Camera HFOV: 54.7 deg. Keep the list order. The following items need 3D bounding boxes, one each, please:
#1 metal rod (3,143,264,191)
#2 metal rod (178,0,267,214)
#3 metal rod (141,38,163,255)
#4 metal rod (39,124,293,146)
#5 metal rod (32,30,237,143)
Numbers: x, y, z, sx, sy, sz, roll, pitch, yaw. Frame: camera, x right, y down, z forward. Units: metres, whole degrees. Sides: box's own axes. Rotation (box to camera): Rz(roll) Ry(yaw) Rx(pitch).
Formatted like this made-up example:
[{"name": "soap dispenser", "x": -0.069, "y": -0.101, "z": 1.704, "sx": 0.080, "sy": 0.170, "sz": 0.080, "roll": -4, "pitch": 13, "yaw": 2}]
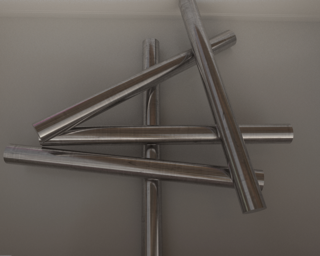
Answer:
[{"name": "metal rod", "x": -0.034, "y": 0.046, "z": 0.366, "sx": 0.302, "sy": 0.025, "sz": 0.025, "roll": 6, "pitch": 70, "yaw": 5}, {"name": "metal rod", "x": 0.067, "y": -0.048, "z": 0.379, "sx": 0.025, "sy": 0.025, "sz": 0.299, "roll": -10, "pitch": 64, "yaw": -4}, {"name": "metal rod", "x": -0.011, "y": 0.016, "z": 0.403, "sx": 0.025, "sy": 0.025, "sz": 0.299, "roll": -1, "pitch": 70, "yaw": -1}, {"name": "metal rod", "x": 0.008, "y": 0.008, "z": 0.379, "sx": 0.302, "sy": 0.025, "sz": 0.025, "roll": 0, "pitch": 70, "yaw": -1}, {"name": "metal rod", "x": -0.016, "y": -0.064, "z": 0.403, "sx": 0.302, "sy": 0.025, "sz": 0.025, "roll": -30, "pitch": 73, "yaw": -22}]
